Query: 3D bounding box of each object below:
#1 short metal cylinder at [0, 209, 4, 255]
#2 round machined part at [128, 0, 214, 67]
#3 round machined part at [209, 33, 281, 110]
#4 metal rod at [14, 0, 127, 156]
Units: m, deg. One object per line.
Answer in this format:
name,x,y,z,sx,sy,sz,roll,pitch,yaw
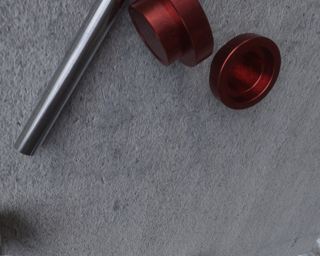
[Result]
short metal cylinder,-0.203,0.135,0.344,0.050,0.080,0.079,-5,121,-26
round machined part,0.005,-0.100,0.302,0.042,0.098,0.098,-36,129,-5
round machined part,0.106,-0.076,0.409,0.099,0.042,0.097,-14,125,-21
metal rod,-0.066,-0.098,0.310,0.025,0.025,0.299,25,105,-37
